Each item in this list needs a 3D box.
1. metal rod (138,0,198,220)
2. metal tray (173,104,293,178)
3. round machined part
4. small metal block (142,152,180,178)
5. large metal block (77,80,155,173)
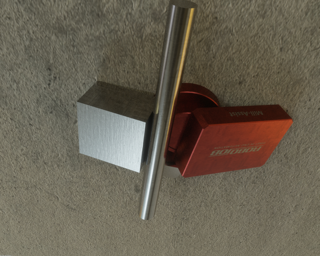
[{"bbox_3d":[0.000,0.008,0.360,0.025,0.025,0.298,6,128,-5],"label":"metal rod"},{"bbox_3d":[0.091,0.016,0.391,0.131,0.030,0.089,-4,134,-24],"label":"metal tray"},{"bbox_3d":[0.031,-0.005,0.393,0.099,0.042,0.097,0,130,0],"label":"round machined part"},{"bbox_3d":[0.006,0.049,0.437,0.050,0.025,0.050,12,155,-10],"label":"small metal block"},{"bbox_3d":[-0.050,-0.002,0.376,0.080,0.050,0.079,17,130,9],"label":"large metal block"}]
